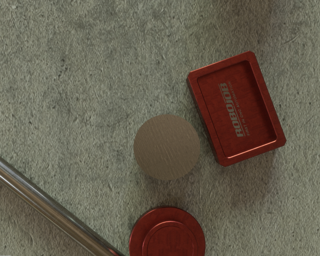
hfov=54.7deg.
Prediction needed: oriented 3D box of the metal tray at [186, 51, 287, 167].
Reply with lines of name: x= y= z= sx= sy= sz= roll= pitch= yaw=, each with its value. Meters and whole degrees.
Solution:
metal tray: x=0.098 y=-0.025 z=0.408 sx=0.090 sy=0.030 sz=0.129 roll=-20 pitch=90 yaw=-1

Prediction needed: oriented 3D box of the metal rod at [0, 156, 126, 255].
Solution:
metal rod: x=-0.108 y=0.136 z=0.408 sx=0.300 sy=0.025 sz=0.025 roll=39 pitch=90 yaw=-1

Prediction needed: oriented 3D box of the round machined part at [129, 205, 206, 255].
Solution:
round machined part: x=0.010 y=0.150 z=0.393 sx=0.099 sy=0.042 sz=0.097 roll=1 pitch=81 yaw=-7

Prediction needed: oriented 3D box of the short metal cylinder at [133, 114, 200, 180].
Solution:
short metal cylinder: x=0.008 y=0.023 z=0.398 sx=0.081 sy=0.050 sz=0.079 roll=0 pitch=90 yaw=-1
